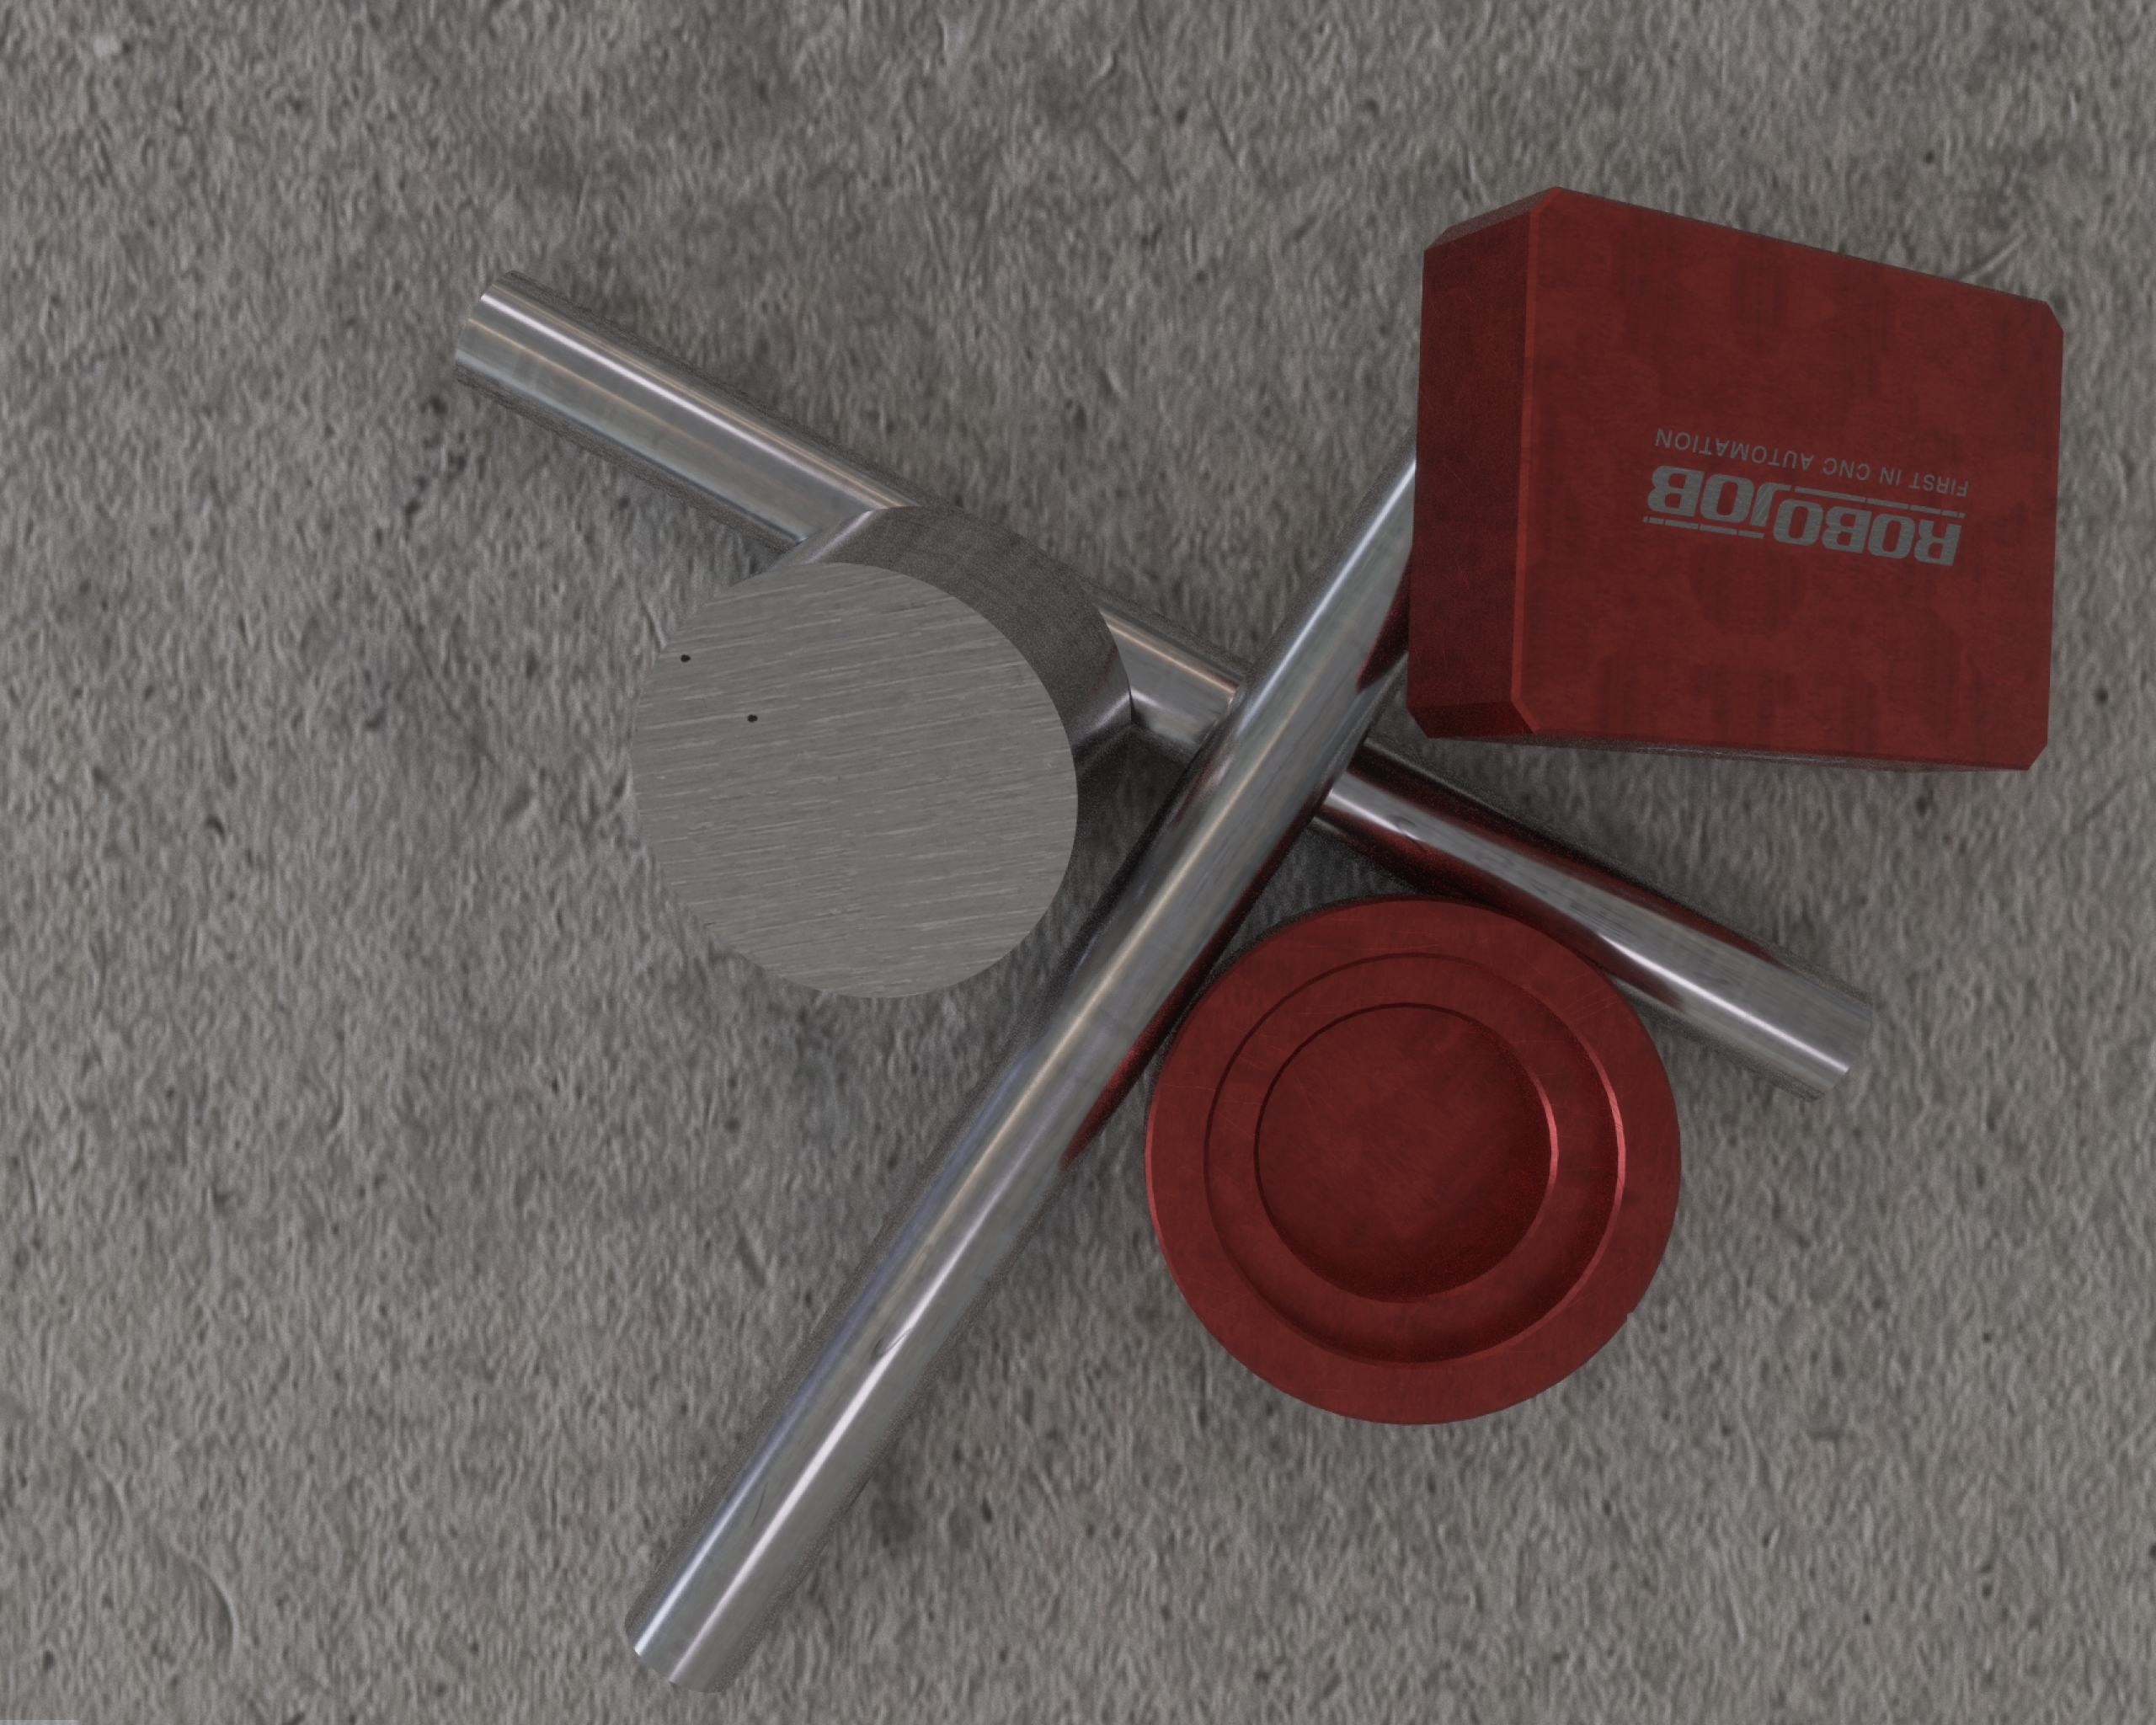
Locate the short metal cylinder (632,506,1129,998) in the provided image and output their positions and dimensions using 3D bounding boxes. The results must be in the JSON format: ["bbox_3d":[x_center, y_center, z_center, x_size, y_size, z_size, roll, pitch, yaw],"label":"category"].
[{"bbox_3d":[-0.034,-0.022,0.385,0.080,0.050,0.079,4,111,11],"label":"short metal cylinder"}]

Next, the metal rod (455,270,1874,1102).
[{"bbox_3d":[0.017,-0.034,0.412,0.301,0.025,0.025,28,90,0],"label":"metal rod"}]

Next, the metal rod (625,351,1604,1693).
[{"bbox_3d":[0.004,0.030,0.394,0.025,0.025,0.299,33,96,0],"label":"metal rod"}]

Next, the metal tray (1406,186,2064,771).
[{"bbox_3d":[0.123,-0.064,0.381,0.131,0.030,0.089,2,90,-28],"label":"metal tray"}]

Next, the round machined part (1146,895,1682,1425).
[{"bbox_3d":[0.062,0.055,0.403,0.099,0.042,0.097,0,90,0],"label":"round machined part"}]
